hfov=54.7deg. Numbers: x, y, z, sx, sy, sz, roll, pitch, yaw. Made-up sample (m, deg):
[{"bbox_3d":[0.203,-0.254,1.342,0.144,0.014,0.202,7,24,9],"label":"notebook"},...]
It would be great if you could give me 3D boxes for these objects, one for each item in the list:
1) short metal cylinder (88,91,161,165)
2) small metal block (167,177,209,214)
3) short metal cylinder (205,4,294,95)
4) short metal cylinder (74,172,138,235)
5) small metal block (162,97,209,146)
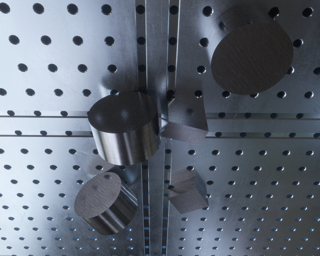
[{"bbox_3d":[-0.041,-0.001,0.374,0.080,0.080,0.050,-4,130,3],"label":"short metal cylinder"},{"bbox_3d":[0.046,0.111,0.507,0.050,0.025,0.050,-22,127,17],"label":"small metal block"},{"bbox_3d":[0.091,-0.082,0.326,0.081,0.050,0.079,0,130,0],"label":"short metal cylinder"},{"bbox_3d":[-0.082,0.114,0.472,0.080,0.080,0.050,-20,127,16],"label":"short metal cylinder"},{"bbox_3d":[0.030,-0.009,0.388,0.050,0.050,0.025,14,129,-12],"label":"small metal block"}]
